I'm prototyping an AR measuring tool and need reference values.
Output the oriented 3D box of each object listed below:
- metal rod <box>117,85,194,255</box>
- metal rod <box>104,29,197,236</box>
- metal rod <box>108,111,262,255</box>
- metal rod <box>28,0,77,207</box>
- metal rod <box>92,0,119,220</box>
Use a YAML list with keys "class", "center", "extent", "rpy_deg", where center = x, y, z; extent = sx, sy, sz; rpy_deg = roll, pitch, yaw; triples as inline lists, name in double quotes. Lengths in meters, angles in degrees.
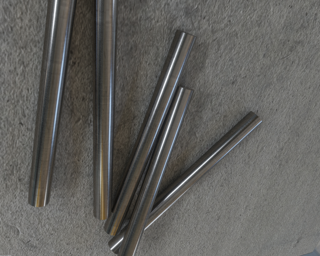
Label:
- class: "metal rod"
  center: [-0.015, 0.085, 0.431]
  extent: [0.025, 0.025, 0.298]
  rpy_deg: [9, 108, -32]
- class: "metal rod"
  center: [-0.020, 0.021, 0.408]
  extent: [0.025, 0.025, 0.298]
  rpy_deg: [8, 115, -32]
- class: "metal rod"
  center: [0.038, 0.085, 0.479]
  extent: [0.300, 0.025, 0.025]
  rpy_deg: [-43, 129, 1]
- class: "metal rod"
  center: [-0.111, -0.042, 0.319]
  extent: [0.025, 0.025, 0.298]
  rpy_deg: [2, 118, -29]
- class: "metal rod"
  center: [-0.066, -0.009, 0.364]
  extent: [0.025, 0.025, 0.298]
  rpy_deg: [-8, 122, -24]
